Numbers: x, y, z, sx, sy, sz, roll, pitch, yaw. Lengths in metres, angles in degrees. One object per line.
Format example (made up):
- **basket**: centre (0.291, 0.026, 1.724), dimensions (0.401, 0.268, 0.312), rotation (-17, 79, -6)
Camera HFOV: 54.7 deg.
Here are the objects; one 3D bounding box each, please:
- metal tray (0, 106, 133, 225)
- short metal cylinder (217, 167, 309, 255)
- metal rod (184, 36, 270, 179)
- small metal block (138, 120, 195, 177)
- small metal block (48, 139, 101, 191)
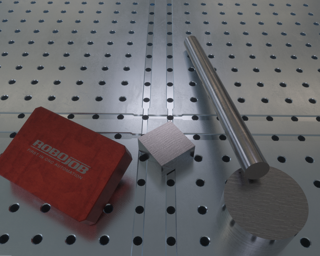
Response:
- **metal tray**: centre (-0.110, 0.039, 0.353), dimensions (0.130, 0.030, 0.090), rotation (23, 72, 18)
- **short metal cylinder**: centre (0.103, 0.085, 0.320), dimensions (0.080, 0.050, 0.080), rotation (0, 50, 0)
- **metal rod**: centre (0.074, -0.052, 0.417), dimensions (0.025, 0.025, 0.300), rotation (-6, 40, -5)
- **small metal block**: centre (0.008, 0.025, 0.387), dimensions (0.050, 0.025, 0.050), rotation (-29, 56, -22)
- **small metal block**: centre (-0.097, 0.042, 0.372), dimensions (0.050, 0.025, 0.050), rotation (14, 52, 12)
